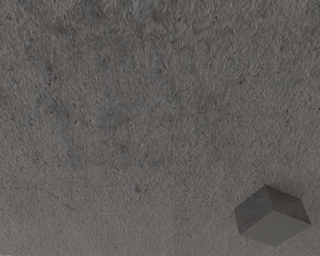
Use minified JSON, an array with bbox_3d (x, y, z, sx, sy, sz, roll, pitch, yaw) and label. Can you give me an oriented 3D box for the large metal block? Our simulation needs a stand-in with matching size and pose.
[{"bbox_3d":[0.186,0.149,0.519,0.080,0.050,0.080,24,126,-19],"label":"large metal block"}]
